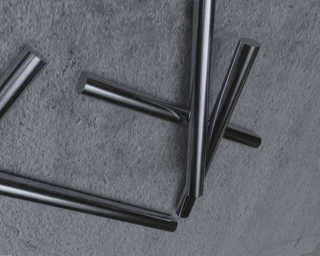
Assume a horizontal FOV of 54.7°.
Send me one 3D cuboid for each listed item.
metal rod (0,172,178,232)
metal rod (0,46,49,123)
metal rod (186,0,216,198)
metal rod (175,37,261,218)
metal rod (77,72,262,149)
[{"bbox_3d":[-0.087,0.108,0.425,0.301,0.025,0.025,26,104,-37],"label":"metal rod"},{"bbox_3d":[-0.216,0.041,0.313,0.299,0.025,0.025,-48,129,6],"label":"metal rod"},{"bbox_3d":[0.049,-0.046,0.379,0.025,0.025,0.298,-10,115,-23],"label":"metal rod"},{"bbox_3d":[0.069,0.022,0.427,0.025,0.025,0.298,-6,130,-26],"label":"metal rod"},{"bbox_3d":[0.035,-0.013,0.417,0.302,0.025,0.025,16,110,-35],"label":"metal rod"}]
